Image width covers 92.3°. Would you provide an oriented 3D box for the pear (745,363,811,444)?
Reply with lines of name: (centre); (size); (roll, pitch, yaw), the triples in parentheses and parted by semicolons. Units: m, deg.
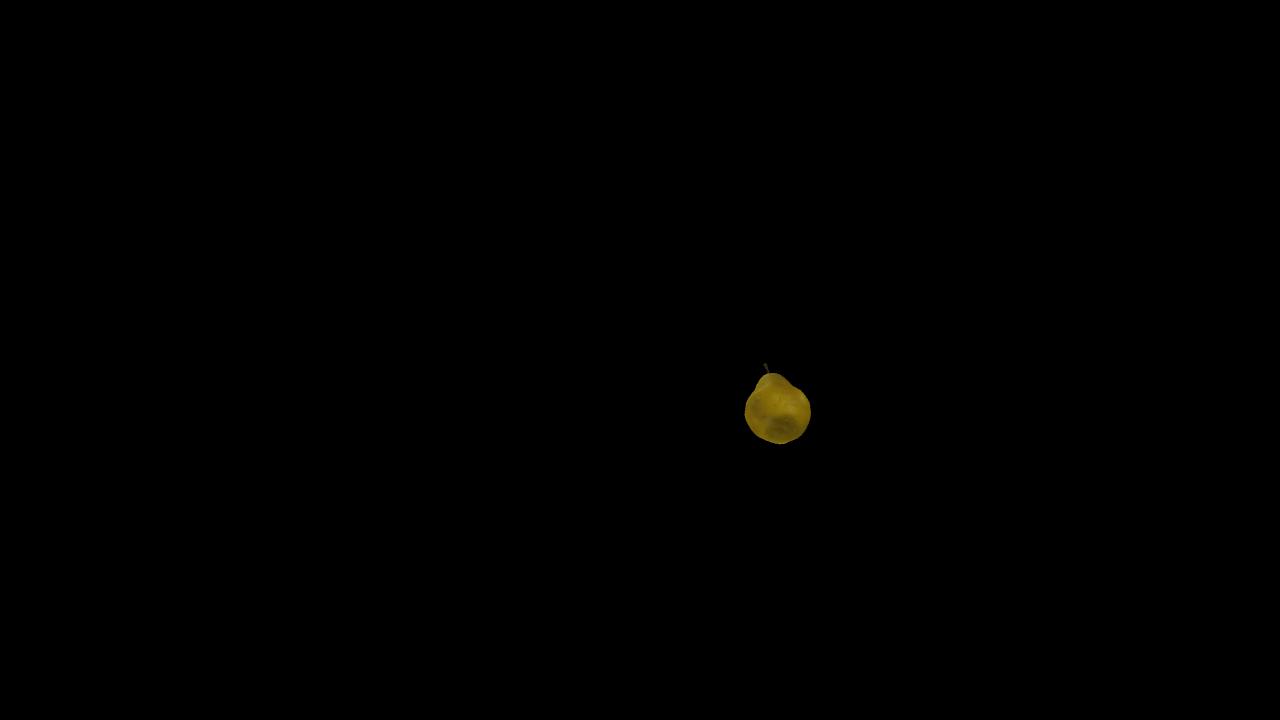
pear: (0.172, 0.051, 0.771); (0.080, 0.080, 0.111); (0, 39, 11)
